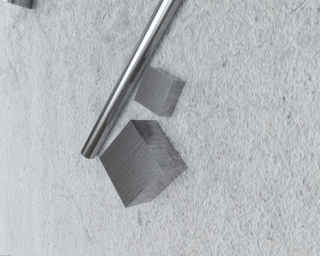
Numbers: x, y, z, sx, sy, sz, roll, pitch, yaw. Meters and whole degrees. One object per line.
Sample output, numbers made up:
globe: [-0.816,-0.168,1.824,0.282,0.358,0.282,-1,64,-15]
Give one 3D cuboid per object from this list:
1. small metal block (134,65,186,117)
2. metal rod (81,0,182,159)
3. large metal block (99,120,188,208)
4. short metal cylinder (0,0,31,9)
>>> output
small metal block: [-0.001,-0.048,0.406,0.050,0.025,0.050,35,112,34]
metal rod: [-0.043,-0.073,0.440,0.025,0.025,0.298,47,118,29]
large metal block: [-0.024,0.046,0.409,0.080,0.050,0.080,-48,62,29]
short metal cylinder: [-0.296,-0.274,0.614,0.080,0.081,0.050,26,107,37]
